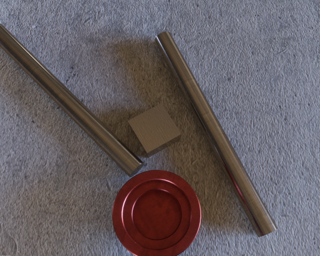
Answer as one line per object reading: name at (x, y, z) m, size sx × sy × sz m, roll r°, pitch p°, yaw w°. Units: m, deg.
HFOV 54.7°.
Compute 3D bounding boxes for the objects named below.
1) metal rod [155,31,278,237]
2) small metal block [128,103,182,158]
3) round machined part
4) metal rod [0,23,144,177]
metal rod at (0.065, -0.005, 0.410) m, size 0.025 × 0.025 × 0.299 m, roll -23°, pitch 72°, yaw -8°
small metal block at (-0.007, 0.003, 0.407) m, size 0.050 × 0.025 × 0.050 m, roll -29°, pitch 73°, yaw -10°
round machined part at (-0.003, 0.101, 0.362) m, size 0.099 × 0.042 × 0.098 m, roll 0°, pitch 70°, yaw 0°
metal rod at (-0.136, -0.046, 0.423) m, size 0.300 × 0.025 × 0.025 m, roll 43°, pitch 75°, yaw 14°
